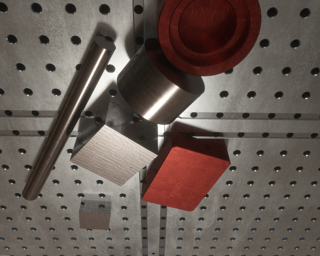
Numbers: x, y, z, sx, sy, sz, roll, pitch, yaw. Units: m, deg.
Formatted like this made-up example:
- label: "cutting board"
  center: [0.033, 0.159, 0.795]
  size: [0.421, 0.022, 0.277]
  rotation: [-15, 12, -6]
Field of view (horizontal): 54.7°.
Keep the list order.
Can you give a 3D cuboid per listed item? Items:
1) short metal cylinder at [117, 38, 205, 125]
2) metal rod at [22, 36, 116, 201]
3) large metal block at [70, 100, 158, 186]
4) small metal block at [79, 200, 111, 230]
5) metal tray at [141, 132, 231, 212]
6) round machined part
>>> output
- label: "short metal cylinder"
  center: [0.001, -0.050, 0.333]
  size: [0.080, 0.080, 0.050]
  rotation: [30, 124, -24]
- label: "metal rod"
  center: [-0.134, 0.008, 0.415]
  size: [0.025, 0.025, 0.298]
  rotation: [24, 126, -19]
- label: "large metal block"
  center: [-0.059, 0.023, 0.414]
  size: [0.080, 0.050, 0.080]
  rotation: [33, 123, -25]
- label: "small metal block"
  center: [-0.113, 0.152, 0.540]
  size: [0.050, 0.025, 0.050]
  rotation: [5, 130, -5]
- label: "metal tray"
  center: [0.035, 0.071, 0.470]
  size: [0.091, 0.030, 0.129]
  rotation: [17, 128, -14]
- label: "round machined part"
  center: [0.045, -0.105, 0.307]
  size: [0.099, 0.042, 0.097]
  rotation: [-3, 125, -4]
